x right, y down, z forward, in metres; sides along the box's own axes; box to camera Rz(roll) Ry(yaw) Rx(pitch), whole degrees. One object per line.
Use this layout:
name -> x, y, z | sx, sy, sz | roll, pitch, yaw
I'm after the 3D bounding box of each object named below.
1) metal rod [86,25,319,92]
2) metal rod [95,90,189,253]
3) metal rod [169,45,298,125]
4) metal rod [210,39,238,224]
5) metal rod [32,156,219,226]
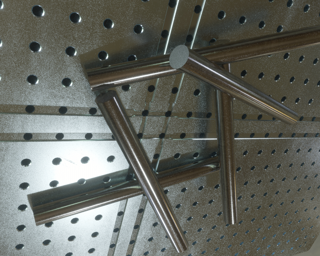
metal rod -> 0.067, -0.086, 0.366 | 0.302, 0.025, 0.025 | -13, 125, -11
metal rod -> -0.012, 0.079, 0.422 | 0.025, 0.025, 0.299 | -29, 125, -10
metal rod -> 0.120, -0.044, 0.417 | 0.302, 0.025, 0.025 | 15, 111, -46
metal rod -> 0.097, 0.023, 0.455 | 0.025, 0.025, 0.298 | -19, 119, -18
metal rod -> -0.023, 0.083, 0.451 | 0.303, 0.025, 0.025 | -12, 124, -22
